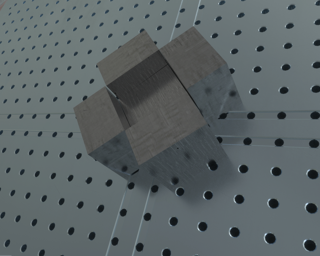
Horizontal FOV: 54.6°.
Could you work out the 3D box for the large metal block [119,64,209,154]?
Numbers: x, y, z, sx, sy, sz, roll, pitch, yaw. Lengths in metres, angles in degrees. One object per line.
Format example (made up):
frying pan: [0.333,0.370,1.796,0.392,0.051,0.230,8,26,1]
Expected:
large metal block: [0.003,-0.022,0.403,0.080,0.050,0.080,-34,50,8]

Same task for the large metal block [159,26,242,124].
large metal block: [0.051,-0.064,0.386,0.050,0.080,0.080,-33,52,6]

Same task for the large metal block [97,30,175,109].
large metal block: [-0.027,-0.074,0.434,0.080,0.080,0.050,-34,51,6]

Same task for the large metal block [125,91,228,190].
large metal block: [0.020,0.018,0.353,0.080,0.080,0.050,-32,52,7]

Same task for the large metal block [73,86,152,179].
large metal block: [-0.058,0.007,0.400,0.050,0.080,0.080,-34,52,6]
